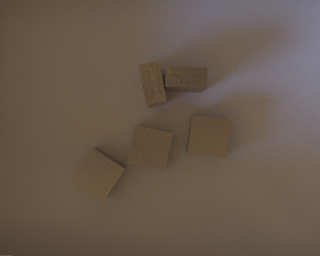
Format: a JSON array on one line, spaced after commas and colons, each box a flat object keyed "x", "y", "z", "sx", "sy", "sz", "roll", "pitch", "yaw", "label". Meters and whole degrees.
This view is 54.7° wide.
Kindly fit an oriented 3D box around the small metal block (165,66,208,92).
[{"x": 0.032, "y": -0.062, "z": 0.399, "sx": 0.050, "sy": 0.050, "sz": 0.025, "roll": 2, "pitch": 90, "yaw": 0, "label": "small metal block"}]

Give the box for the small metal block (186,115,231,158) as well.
[{"x": 0.064, "y": 0.011, "z": 0.412, "sx": 0.050, "sy": 0.025, "sz": 0.050, "roll": 7, "pitch": 90, "yaw": 0, "label": "small metal block"}]

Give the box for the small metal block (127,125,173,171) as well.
[{"x": -0.013, "y": 0.026, "z": 0.411, "sx": 0.050, "sy": 0.025, "sz": 0.050, "roll": 11, "pitch": 90, "yaw": 0, "label": "small metal block"}]

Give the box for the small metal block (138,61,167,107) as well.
[{"x": -0.009, "y": -0.055, "z": 0.399, "sx": 0.025, "sy": 0.050, "sz": 0.050, "roll": -11, "pitch": 90, "yaw": 0, "label": "small metal block"}]

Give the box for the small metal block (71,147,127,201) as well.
[{"x": -0.080, "y": 0.060, "z": 0.411, "sx": 0.050, "sy": 0.025, "sz": 0.050, "roll": 33, "pitch": 90, "yaw": 0, "label": "small metal block"}]
